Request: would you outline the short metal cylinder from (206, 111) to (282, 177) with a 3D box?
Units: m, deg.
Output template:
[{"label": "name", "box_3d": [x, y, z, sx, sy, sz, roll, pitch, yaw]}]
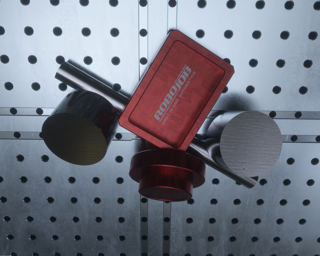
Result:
[{"label": "short metal cylinder", "box_3d": [0.105, 0.018, 0.395, 0.081, 0.050, 0.079, -1, 93, -11]}]

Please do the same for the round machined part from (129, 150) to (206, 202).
[{"label": "round machined part", "box_3d": [0.009, 0.066, 0.400, 0.099, 0.042, 0.098, 5, 153, 3]}]

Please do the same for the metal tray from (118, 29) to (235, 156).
[{"label": "metal tray", "box_3d": [0.019, -0.040, 0.380, 0.090, 0.030, 0.130, 30, 94, -11]}]

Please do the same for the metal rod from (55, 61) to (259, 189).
[{"label": "metal rod", "box_3d": [0.004, 0.001, 0.414, 0.301, 0.025, 0.025, 30, 107, -11]}]

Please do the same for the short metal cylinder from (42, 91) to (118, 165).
[{"label": "short metal cylinder", "box_3d": [-0.097, 0.000, 0.387, 0.080, 0.050, 0.079, 6, 127, 8]}]
